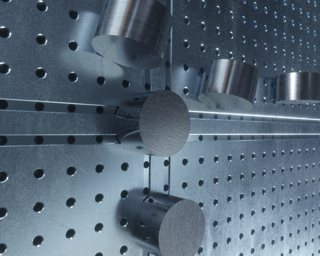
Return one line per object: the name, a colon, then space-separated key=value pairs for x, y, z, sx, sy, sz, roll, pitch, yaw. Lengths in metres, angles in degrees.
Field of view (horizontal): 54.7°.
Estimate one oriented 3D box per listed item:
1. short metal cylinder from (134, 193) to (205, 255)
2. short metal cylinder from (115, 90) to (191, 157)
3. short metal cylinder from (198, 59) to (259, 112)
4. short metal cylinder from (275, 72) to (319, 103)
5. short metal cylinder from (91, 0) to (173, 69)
short metal cylinder: x=0.013 y=0.129 z=0.404 sx=0.081 sy=0.050 sz=0.079 roll=0 pitch=90 yaw=-40
short metal cylinder: x=-0.008 y=-0.006 z=0.385 sx=0.081 sy=0.050 sz=0.079 roll=0 pitch=90 yaw=-40
short metal cylinder: x=0.101 y=-0.061 z=0.457 sx=0.080 sy=0.080 sz=0.050 roll=22 pitch=76 yaw=-38
short metal cylinder: x=0.264 y=-0.075 z=0.594 sx=0.081 sy=0.080 sz=0.050 roll=2 pitch=89 yaw=-40
short metal cylinder: x=-0.030 y=-0.106 z=0.347 sx=0.080 sy=0.080 sz=0.050 roll=22 pitch=76 yaw=-38
